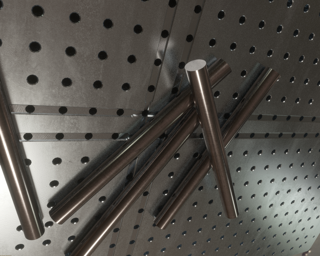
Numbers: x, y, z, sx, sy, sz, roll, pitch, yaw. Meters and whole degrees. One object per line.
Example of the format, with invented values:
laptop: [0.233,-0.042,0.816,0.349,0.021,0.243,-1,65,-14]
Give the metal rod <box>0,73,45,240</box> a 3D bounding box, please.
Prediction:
metal rod: [-0.164,0.011,0.328,0.025,0.025,0.298,-14,124,-21]

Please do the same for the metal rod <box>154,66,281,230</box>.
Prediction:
metal rod: [0.083,0.038,0.481,0.025,0.025,0.299,25,104,-37]

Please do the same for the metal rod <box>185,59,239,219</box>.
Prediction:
metal rod: [0.083,0.038,0.448,0.025,0.025,0.299,-29,129,-10]

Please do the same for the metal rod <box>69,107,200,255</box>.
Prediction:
metal rod: [-0.039,0.092,0.447,0.025,0.025,0.299,33,100,-39]

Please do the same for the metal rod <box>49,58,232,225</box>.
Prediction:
metal rod: [-0.026,0.017,0.409,0.300,0.025,0.025,-42,130,0]
